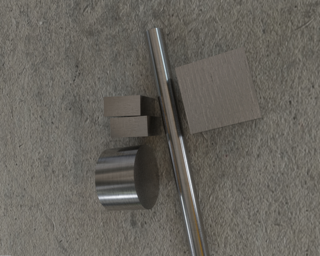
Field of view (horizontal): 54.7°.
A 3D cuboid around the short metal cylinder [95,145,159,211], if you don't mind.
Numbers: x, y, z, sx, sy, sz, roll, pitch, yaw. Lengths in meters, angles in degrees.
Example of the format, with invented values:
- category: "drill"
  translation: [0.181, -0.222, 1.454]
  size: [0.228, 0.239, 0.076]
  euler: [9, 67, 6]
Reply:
- category: "short metal cylinder"
  translation: [-0.039, 0.063, 0.392]
  size: [0.050, 0.080, 0.080]
  euler: [-8, 88, 19]

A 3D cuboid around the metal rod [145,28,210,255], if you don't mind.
- category: "metal rod"
  translation: [0.022, 0.018, 0.400]
  size: [0.025, 0.025, 0.298]
  euler: [-13, 86, 19]

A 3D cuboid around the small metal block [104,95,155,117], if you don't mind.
- category: "small metal block"
  translation: [-0.039, -0.027, 0.409]
  size: [0.050, 0.050, 0.025]
  euler: [-1, 90, 19]

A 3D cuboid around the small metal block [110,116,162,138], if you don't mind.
- category: "small metal block"
  translation: [-0.030, -0.001, 0.405]
  size: [0.050, 0.050, 0.025]
  euler: [-3, 89, 19]

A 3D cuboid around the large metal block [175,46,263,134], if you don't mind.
- category: "large metal block"
  translation: [0.072, -0.041, 0.370]
  size: [0.080, 0.050, 0.080]
  euler: [-14, 85, 19]
